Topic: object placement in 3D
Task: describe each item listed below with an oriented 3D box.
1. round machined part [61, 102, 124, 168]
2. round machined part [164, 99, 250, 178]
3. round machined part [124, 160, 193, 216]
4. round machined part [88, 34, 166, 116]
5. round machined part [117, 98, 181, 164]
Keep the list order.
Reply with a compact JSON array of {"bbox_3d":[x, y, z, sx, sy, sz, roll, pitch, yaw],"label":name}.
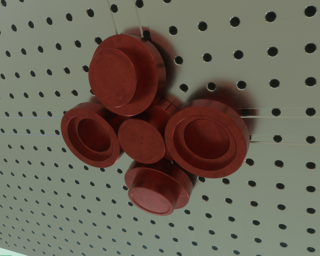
[{"bbox_3d":[-0.090,0.006,0.449,0.098,0.042,0.097,13,124,20],"label":"round machined part"},{"bbox_3d":[0.059,0.009,0.374,0.098,0.042,0.097,13,124,20],"label":"round machined part"},{"bbox_3d":[-0.006,0.089,0.442,0.098,0.042,0.097,15,139,14],"label":"round machined part"},{"bbox_3d":[-0.046,-0.062,0.370,0.098,0.042,0.097,8,108,27],"label":"round machined part"},{"bbox_3d":[-0.016,0.009,0.411,0.098,0.042,0.097,13,124,20],"label":"round machined part"}]
